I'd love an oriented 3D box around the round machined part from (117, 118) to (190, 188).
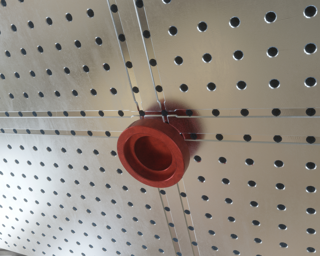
[{"bbox_3d":[-0.005,0.030,0.420,0.098,0.042,0.097,13,124,20],"label":"round machined part"}]
